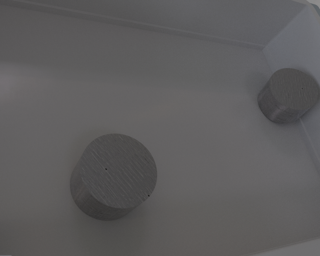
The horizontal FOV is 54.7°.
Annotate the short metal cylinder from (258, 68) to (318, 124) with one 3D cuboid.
[{"bbox_3d":[0.213,-0.053,0.521,0.081,0.050,0.080,2,64,-5],"label":"short metal cylinder"}]

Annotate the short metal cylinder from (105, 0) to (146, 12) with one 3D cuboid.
[{"bbox_3d":[-0.055,-0.239,0.508,0.081,0.050,0.080,14,56,-21],"label":"short metal cylinder"}]

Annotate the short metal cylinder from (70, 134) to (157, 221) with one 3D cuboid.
[{"bbox_3d":[-0.050,0.053,0.330,0.081,0.050,0.080,14,56,-21],"label":"short metal cylinder"}]
